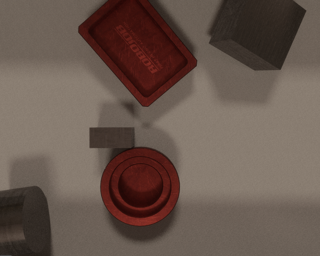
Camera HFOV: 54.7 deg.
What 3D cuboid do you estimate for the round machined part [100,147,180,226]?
[{"bbox_3d":[-0.025,0.073,0.403,0.099,0.042,0.097,0,90,-1],"label":"round machined part"}]

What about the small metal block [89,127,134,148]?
[{"bbox_3d":[-0.060,0.012,0.398,0.050,0.050,0.025,0,90,-1],"label":"small metal block"}]

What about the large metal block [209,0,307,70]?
[{"bbox_3d":[0.121,-0.126,0.387,0.080,0.050,0.080,23,90,-23],"label":"large metal block"}]

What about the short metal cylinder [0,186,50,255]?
[{"bbox_3d":[-0.177,0.115,0.382,0.050,0.080,0.080,-8,90,0],"label":"short metal cylinder"}]

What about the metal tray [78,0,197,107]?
[{"bbox_3d":[-0.027,-0.103,0.398,0.090,0.030,0.130,-40,97,4],"label":"metal tray"}]
